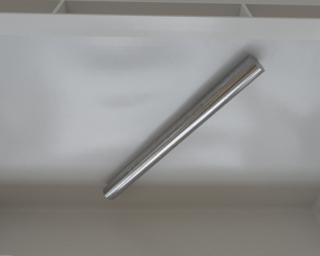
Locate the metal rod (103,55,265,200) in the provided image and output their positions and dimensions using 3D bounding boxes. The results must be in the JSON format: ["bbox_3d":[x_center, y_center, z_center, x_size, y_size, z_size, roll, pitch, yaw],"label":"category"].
[{"bbox_3d":[0.014,0.016,0.422,0.025,0.025,0.299,32,123,-25],"label":"metal rod"}]
